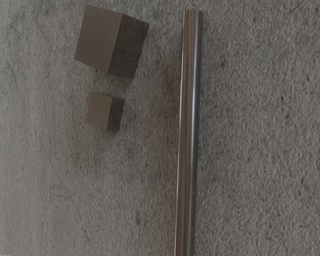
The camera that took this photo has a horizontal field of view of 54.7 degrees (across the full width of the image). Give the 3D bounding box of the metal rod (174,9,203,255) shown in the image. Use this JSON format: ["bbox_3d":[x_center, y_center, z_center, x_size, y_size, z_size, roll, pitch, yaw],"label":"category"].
[{"bbox_3d":[0.034,0.011,0.375,0.025,0.025,0.298,3,92,39],"label":"metal rod"}]

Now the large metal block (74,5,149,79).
[{"bbox_3d":[-0.071,-0.124,0.445,0.080,0.050,0.079,28,107,36],"label":"large metal block"}]

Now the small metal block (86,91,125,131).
[{"bbox_3d":[-0.084,-0.026,0.472,0.050,0.025,0.050,19,102,38],"label":"small metal block"}]
